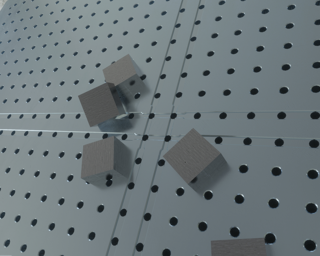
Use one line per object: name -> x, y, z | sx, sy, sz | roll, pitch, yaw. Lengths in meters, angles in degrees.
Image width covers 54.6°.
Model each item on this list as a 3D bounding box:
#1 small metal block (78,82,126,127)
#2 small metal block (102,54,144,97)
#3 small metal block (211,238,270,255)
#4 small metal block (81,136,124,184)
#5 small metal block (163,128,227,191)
small metal block -> -0.086, -0.034, 0.460 | 0.050, 0.025, 0.050 | -22, 88, 15
small metal block -> -0.059, -0.082, 0.491 | 0.050, 0.025, 0.050 | -29, 52, 9
small metal block -> 0.077, 0.132, 0.288 | 0.050, 0.025, 0.050 | -12, 57, 22
small metal block -> -0.078, 0.044, 0.423 | 0.050, 0.025, 0.050 | -17, 55, 18
small metal block -> 0.040, 0.037, 0.365 | 0.050, 0.025, 0.050 | -43, 51, -2
